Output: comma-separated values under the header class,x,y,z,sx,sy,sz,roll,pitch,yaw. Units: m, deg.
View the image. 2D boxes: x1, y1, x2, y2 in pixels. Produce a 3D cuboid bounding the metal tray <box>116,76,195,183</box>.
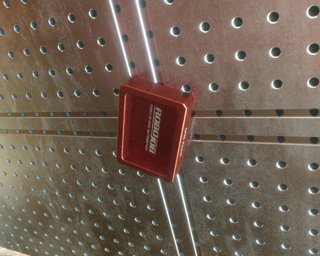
class,x,y,z,sx,sy,sz,roll,pitch,yaw
metal tray,-0.010,0.005,0.417,0.090,0.030,0.129,19,126,16
